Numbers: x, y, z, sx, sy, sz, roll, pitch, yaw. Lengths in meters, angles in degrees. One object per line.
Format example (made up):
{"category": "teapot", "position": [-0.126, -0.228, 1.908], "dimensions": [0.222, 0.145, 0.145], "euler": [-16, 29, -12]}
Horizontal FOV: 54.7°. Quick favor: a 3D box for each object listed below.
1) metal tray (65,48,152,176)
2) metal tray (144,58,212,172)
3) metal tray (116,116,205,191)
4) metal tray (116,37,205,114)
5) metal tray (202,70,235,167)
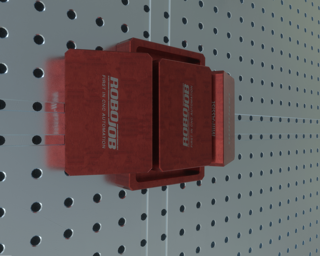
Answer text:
{"category": "metal tray", "position": [-0.056, -0.016, 0.337], "dimensions": [0.091, 0.030, 0.129], "euler": [0, 91, -14]}
{"category": "metal tray", "position": [0.024, -0.015, 0.389], "dimensions": [0.091, 0.030, 0.129], "euler": [-1, 91, -40]}
{"category": "metal tray", "position": [0.005, 0.029, 0.413], "dimensions": [0.131, 0.030, 0.089], "euler": [0, 90, -40]}
{"category": "metal tray", "position": [0.005, -0.061, 0.412], "dimensions": [0.131, 0.030, 0.089], "euler": [0, 90, -40]}
{"category": "metal tray", "position": [0.088, -0.013, 0.457], "dimensions": [0.090, 0.030, 0.129], "euler": [-2, 92, -67]}
